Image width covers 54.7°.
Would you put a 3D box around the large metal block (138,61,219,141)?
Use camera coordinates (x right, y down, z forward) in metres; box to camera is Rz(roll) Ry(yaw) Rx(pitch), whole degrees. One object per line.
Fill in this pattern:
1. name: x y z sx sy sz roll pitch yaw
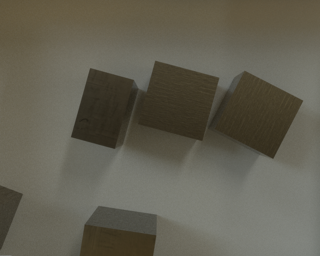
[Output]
1. large metal block: 0.023 -0.033 0.399 0.080 0.050 0.080 15 90 -1

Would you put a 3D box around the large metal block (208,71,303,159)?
1. large metal block: 0.120 -0.016 0.401 0.080 0.050 0.080 27 90 -1

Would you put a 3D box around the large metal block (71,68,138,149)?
1. large metal block: -0.064 -0.022 0.383 0.050 0.080 0.080 15 90 0

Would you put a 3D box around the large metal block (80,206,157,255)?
1. large metal block: -0.048 0.137 0.383 0.081 0.080 0.050 9 90 -1

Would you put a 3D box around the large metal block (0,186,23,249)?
1. large metal block: -0.224 0.118 0.381 0.050 0.080 0.080 21 90 -1
